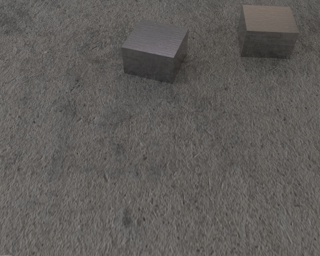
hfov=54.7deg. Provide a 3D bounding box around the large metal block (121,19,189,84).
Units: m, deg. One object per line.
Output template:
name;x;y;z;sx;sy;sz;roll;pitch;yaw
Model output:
large metal block;-0.006;-0.122;0.489;0.080;0.050;0.080;15;52;12

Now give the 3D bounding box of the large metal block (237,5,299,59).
large metal block;0.179;-0.164;0.526;0.080;0.050;0.080;4;50;3
